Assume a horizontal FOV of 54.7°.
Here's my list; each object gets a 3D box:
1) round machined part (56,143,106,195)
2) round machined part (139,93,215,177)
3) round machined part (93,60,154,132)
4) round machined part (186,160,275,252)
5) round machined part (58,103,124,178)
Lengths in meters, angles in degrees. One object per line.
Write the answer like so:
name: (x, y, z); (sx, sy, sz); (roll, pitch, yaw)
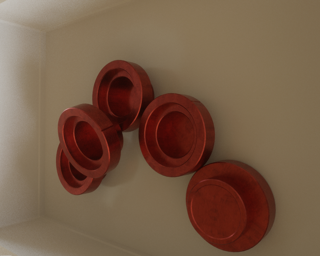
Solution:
round machined part: (-0.119, 0.054, 0.491); (0.098, 0.042, 0.097); (0, 90, 39)
round machined part: (0.024, 0.008, 0.374); (0.098, 0.042, 0.097); (0, 90, 39)
round machined part: (-0.047, -0.043, 0.432); (0.098, 0.042, 0.097); (0, 90, 39)
round machined part: (0.069, 0.086, 0.335); (0.098, 0.042, 0.097); (2, 94, 37)
round machined part: (-0.088, 0.014, 0.413); (0.098, 0.042, 0.097); (17, 119, 33)
